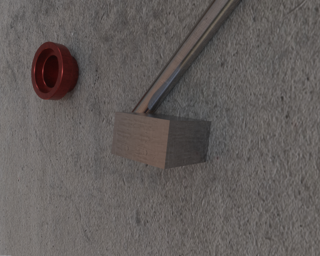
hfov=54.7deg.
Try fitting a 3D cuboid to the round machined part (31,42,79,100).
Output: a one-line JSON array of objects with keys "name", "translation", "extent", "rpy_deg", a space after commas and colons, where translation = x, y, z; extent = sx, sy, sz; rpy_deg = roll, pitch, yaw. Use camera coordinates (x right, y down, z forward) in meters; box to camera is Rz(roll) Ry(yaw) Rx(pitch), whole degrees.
[{"name": "round machined part", "translation": [-0.179, -0.097, 0.538], "extent": [0.098, 0.042, 0.097], "rpy_deg": [0, 90, 39]}]

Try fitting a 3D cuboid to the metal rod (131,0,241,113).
[{"name": "metal rod", "translation": [0.031, -0.089, 0.377], "extent": [0.298, 0.025, 0.025], "rpy_deg": [-51, 61, 27]}]

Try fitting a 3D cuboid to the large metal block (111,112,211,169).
[{"name": "large metal block", "translation": [0.002, 0.011, 0.366], "extent": [0.080, 0.081, 0.050], "rpy_deg": [11, 97, 39]}]
